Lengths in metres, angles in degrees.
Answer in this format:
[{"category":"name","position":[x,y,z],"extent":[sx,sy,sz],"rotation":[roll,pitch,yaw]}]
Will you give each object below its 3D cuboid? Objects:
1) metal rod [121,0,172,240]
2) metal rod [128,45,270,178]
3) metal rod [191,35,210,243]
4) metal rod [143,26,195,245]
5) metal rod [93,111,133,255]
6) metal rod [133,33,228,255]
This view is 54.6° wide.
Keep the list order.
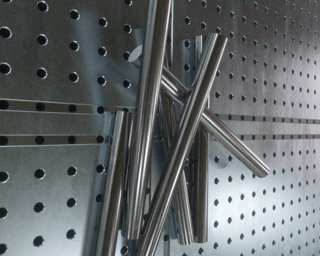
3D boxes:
[{"category":"metal rod","position":[-0.016,-0.015,0.348],"extent":[0.025,0.025,0.298],"rotation":[-3,106,-40]},{"category":"metal rod","position":[0.072,-0.006,0.433],"extent":[0.301,0.025,0.025],"rotation":[38,67,-33]},{"category":"metal rod","position":[0.060,0.016,0.457],"extent":[0.025,0.025,0.298],"rotation":[1,89,-40]},{"category":"metal rod","position":[0.014,0.013,0.419],"extent":[0.025,0.025,0.298],"rotation":[-15,100,-39]},{"category":"metal rod","position":[-0.062,0.129,0.356],"extent":[0.025,0.025,0.299],"rotation":[13,82,-39]},{"category":"metal rod","position":[0.022,0.032,0.381],"extent":[0.025,0.025,0.299],"rotation":[16,94,-39]}]
